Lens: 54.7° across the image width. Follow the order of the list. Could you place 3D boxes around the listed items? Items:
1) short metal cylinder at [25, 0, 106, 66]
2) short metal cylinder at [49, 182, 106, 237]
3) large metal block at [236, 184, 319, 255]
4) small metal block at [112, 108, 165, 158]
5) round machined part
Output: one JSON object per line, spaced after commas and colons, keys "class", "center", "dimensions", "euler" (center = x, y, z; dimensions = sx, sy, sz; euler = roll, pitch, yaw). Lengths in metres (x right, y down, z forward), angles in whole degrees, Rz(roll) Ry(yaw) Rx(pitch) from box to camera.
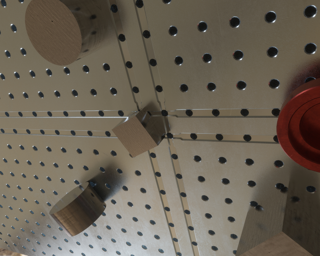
{"class": "short metal cylinder", "center": [-0.114, -0.122, 0.377], "dimensions": [0.080, 0.050, 0.079], "euler": [13, 124, 20]}
{"class": "short metal cylinder", "center": [-0.141, 0.139, 0.533], "dimensions": [0.080, 0.080, 0.050], "euler": [-27, 104, 37]}
{"class": "large metal block", "center": [0.145, 0.129, 0.379], "dimensions": [0.050, 0.080, 0.080], "euler": [39, 129, 2]}
{"class": "small metal block", "center": [-0.030, 0.007, 0.430], "dimensions": [0.050, 0.025, 0.050], "euler": [-28, 104, 37]}
{"class": "round machined part", "center": [0.170, -0.006, 0.307], "dimensions": [0.098, 0.042, 0.097], "euler": [13, 124, 20]}
